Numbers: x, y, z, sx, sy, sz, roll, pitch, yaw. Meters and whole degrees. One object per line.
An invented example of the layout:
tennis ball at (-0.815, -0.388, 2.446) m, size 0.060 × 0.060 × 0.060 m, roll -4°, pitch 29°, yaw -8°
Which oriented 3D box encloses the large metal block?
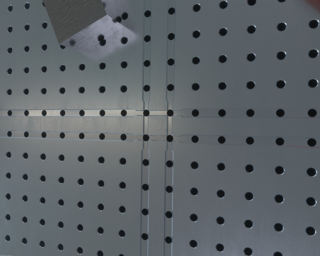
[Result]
large metal block at (-0.109, -0.166, 0.438) m, size 0.080 × 0.050 × 0.080 m, roll -24°, pitch 82°, yaw 18°
